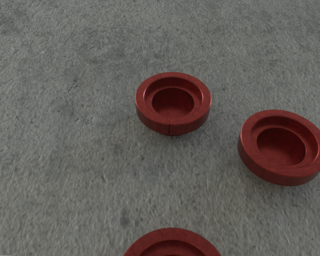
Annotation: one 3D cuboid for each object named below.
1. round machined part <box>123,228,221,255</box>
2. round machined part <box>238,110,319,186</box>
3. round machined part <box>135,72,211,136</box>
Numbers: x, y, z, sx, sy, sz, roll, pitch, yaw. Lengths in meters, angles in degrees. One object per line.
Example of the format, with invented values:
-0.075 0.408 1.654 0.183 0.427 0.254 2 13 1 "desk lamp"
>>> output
0.011 0.143 0.272 0.099 0.042 0.098 0 50 0 "round machined part"
0.143 0.027 0.371 0.099 0.042 0.098 0 50 0 "round machined part"
0.017 -0.028 0.416 0.099 0.042 0.098 0 50 0 "round machined part"
